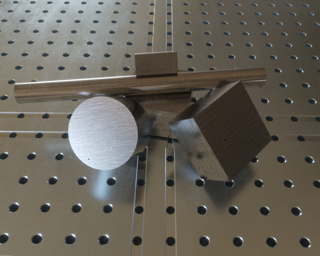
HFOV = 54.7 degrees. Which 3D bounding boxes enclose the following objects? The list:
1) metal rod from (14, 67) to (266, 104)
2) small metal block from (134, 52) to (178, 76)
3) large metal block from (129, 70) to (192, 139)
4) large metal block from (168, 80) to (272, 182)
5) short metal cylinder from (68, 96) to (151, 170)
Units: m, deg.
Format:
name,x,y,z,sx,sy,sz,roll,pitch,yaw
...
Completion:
name,x,y,z,sx,sy,sz,roll,pitch,yaw
metal rod,-0.020,-0.053,0.383,0.302,0.025,0.025,-4,50,-4
small metal block,-0.006,-0.083,0.392,0.050,0.025,0.050,-5,15,-4
large metal block,0.001,-0.036,0.416,0.080,0.050,0.080,8,51,7
large metal block,0.070,0.004,0.356,0.080,0.050,0.080,-38,103,-27
short metal cylinder,-0.056,0.004,0.356,0.080,0.079,0.050,15,9,12
